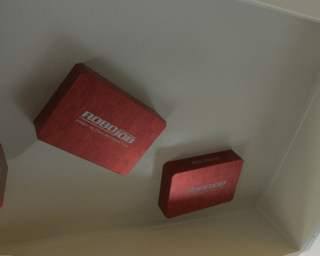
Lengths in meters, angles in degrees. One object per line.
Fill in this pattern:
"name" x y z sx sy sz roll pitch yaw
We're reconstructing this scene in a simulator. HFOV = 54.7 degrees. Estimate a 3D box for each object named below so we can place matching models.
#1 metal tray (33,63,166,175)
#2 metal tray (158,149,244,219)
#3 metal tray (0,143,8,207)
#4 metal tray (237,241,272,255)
"metal tray" -0.066 -0.004 0.368 0.130 0.030 0.090 32 100 -39
"metal tray" 0.066 0.089 0.499 0.131 0.030 0.089 -8 122 -25
"metal tray" -0.186 0.048 0.267 0.091 0.130 0.030 -15 103 -22
"metal tray" 0.199 0.329 0.724 0.131 0.030 0.089 -24 127 -14
